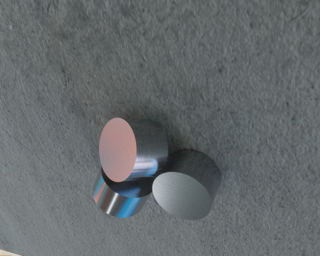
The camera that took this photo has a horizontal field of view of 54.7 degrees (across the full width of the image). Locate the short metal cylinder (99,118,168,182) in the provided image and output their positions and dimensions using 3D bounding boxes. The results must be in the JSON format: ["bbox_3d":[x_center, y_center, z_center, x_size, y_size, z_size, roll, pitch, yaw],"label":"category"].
[{"bbox_3d":[-0.036,0.027,0.401,0.080,0.050,0.080,-2,87,47],"label":"short metal cylinder"}]

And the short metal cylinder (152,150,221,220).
[{"bbox_3d":[0.037,0.076,0.416,0.080,0.050,0.079,13,125,19],"label":"short metal cylinder"}]

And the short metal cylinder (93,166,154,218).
[{"bbox_3d":[-0.051,0.080,0.446,0.080,0.080,0.050,33,128,6],"label":"short metal cylinder"}]
